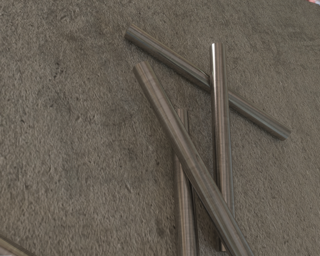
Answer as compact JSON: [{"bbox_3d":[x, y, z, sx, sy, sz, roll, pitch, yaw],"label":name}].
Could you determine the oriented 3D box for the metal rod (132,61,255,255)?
[{"bbox_3d":[0.042,0.048,0.363,0.025,0.025,0.299,-16,71,-34],"label":"metal rod"}]

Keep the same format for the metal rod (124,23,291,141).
[{"bbox_3d":[0.079,-0.068,0.487,0.301,0.025,0.025,32,52,-8],"label":"metal rod"}]

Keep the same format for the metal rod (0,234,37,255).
[{"bbox_3d":[-0.071,0.143,0.260,0.301,0.025,0.025,31,51,-1],"label":"metal rod"}]

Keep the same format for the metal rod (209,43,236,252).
[{"bbox_3d":[0.084,0.009,0.423,0.025,0.025,0.299,13,62,-21],"label":"metal rod"}]

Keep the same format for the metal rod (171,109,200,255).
[{"bbox_3d":[0.030,0.109,0.353,0.025,0.025,0.299,12,57,-22],"label":"metal rod"}]
